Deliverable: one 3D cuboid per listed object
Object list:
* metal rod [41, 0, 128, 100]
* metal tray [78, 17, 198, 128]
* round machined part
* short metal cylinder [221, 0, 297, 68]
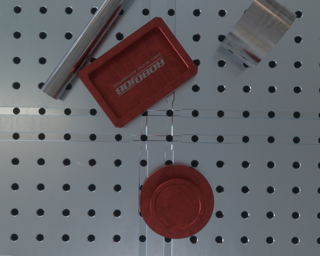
[{"bbox_3d":[-0.061,-0.167,0.412,0.025,0.025,0.299,35,90,0],"label":"metal rod"},{"bbox_3d":[-0.028,-0.071,0.410,0.130,0.030,0.090,-36,90,0],"label":"metal tray"},{"bbox_3d":[0.022,0.097,0.405,0.099,0.042,0.097,0,90,0],"label":"round machined part"},{"bbox_3d":[0.121,-0.122,0.387,0.050,0.080,0.080,38,90,0],"label":"short metal cylinder"}]
